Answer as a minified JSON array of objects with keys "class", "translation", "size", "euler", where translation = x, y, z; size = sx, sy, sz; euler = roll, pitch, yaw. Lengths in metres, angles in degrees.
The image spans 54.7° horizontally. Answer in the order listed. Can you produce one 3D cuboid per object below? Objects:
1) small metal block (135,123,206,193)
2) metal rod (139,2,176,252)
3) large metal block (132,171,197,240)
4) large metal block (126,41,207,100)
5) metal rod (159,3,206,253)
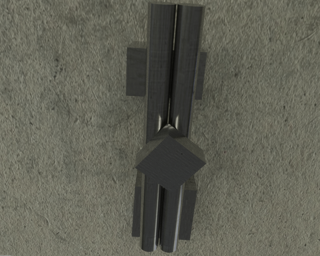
[{"class":"small metal block","translation":[0.010,0.032,0.319],"size":[0.050,0.025,0.050],"euler":[38,111,-19]},{"class":"metal rod","translation":[-0.006,0.022,0.341],"size":[0.025,0.025,0.298],"euler":[3,117,-1]},{"class":"large metal block","translation":[0.005,0.106,0.436],"size":[0.081,0.050,0.079],"euler":[5,110,-2]},{"class":"large metal block","translation":[0.006,-0.069,0.357],"size":[0.081,0.080,0.050],"euler":[3,110,-1]},{"class":"metal rod","translation":[0.020,0.023,0.342],"size":[0.025,0.025,0.298],"euler":[3,117,-1]}]
